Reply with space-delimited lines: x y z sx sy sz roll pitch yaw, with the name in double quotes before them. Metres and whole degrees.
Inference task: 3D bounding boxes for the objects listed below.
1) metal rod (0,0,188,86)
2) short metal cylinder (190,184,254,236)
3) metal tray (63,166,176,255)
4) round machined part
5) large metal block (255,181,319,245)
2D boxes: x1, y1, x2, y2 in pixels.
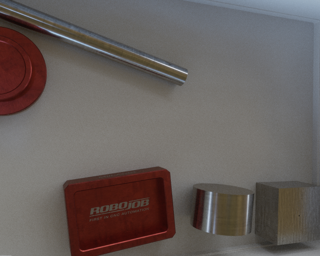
"metal rod" -0.104 -0.111 0.372 0.302 0.025 0.025 17 84 -20
"short metal cylinder" 0.082 0.106 0.413 0.081 0.080 0.050 6 88 -20
"metal tray" -0.049 0.103 0.390 0.131 0.030 0.089 -6 92 -20
"round machined part" -0.176 -0.062 0.337 0.099 0.042 0.097 0 90 -21
"large metal block" 0.195 0.126 0.471 0.081 0.050 0.079 2 90 -20
